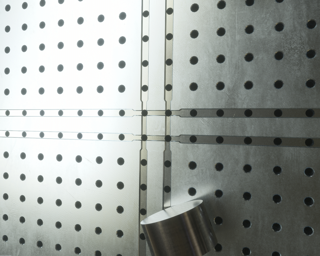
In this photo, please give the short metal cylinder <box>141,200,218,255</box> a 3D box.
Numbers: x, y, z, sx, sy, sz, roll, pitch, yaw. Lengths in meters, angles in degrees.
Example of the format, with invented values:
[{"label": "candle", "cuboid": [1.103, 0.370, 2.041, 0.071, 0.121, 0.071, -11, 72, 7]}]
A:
[{"label": "short metal cylinder", "cuboid": [0.023, 0.125, 0.375, 0.080, 0.080, 0.050, -22, 83, 18]}]
